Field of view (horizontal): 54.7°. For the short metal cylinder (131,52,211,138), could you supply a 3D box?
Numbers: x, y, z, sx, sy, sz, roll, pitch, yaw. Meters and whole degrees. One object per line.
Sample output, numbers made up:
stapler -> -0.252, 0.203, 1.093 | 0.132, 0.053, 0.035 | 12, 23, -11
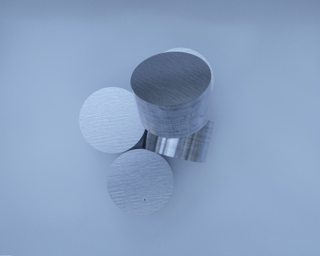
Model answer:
short metal cylinder -> 0.013, -0.036, 0.327 | 0.080, 0.050, 0.080 | -4, 50, 5

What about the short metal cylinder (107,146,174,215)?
short metal cylinder -> -0.024, 0.065, 0.397 | 0.081, 0.050, 0.079 | 0, 90, -1

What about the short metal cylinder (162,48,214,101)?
short metal cylinder -> 0.025, -0.057, 0.398 | 0.081, 0.050, 0.079 | 0, 90, -1

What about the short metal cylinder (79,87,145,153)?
short metal cylinder -> -0.057, -0.010, 0.396 | 0.081, 0.050, 0.079 | 0, 90, -1

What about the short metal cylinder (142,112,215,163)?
short metal cylinder -> 0.023, 0.009, 0.383 | 0.080, 0.080, 0.050 | 13, 90, -1
